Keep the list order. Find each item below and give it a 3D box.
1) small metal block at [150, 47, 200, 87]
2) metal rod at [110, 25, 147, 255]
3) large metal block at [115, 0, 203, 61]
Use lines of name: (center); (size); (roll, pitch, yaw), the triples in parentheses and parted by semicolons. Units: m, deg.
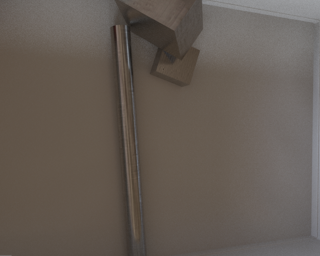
small metal block: (0.020, -0.089, 0.419); (0.050, 0.025, 0.050); (19, 84, -20)
metal rod: (-0.040, 0.022, 0.396); (0.025, 0.025, 0.298); (-5, 92, -20)
large metal block: (0.002, -0.134, 0.364); (0.080, 0.080, 0.050); (33, 87, 13)
